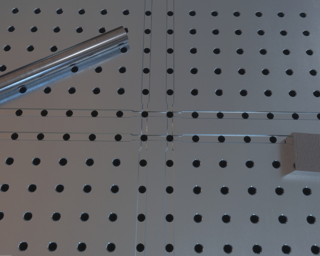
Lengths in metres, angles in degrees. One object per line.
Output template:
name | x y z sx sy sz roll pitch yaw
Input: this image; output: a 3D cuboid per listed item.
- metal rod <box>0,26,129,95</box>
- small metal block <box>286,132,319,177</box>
metal rod | -0.186 -0.076 0.438 0.302 0.025 0.025 -26 72 -9
small metal block | 0.194 0.035 0.400 0.050 0.025 0.050 4 70 1
